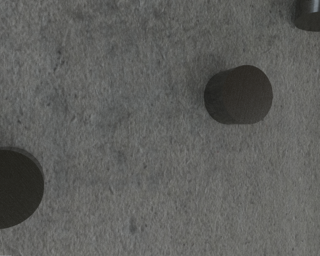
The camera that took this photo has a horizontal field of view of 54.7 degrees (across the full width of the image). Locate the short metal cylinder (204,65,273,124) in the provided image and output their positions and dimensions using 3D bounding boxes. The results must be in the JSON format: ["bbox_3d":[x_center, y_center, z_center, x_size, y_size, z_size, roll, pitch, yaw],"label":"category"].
[{"bbox_3d":[0.110,-0.045,0.438,0.081,0.050,0.079,0,90,-20],"label":"short metal cylinder"}]

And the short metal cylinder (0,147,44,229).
[{"bbox_3d":[-0.168,0.061,0.334,0.081,0.050,0.079,0,90,-20],"label":"short metal cylinder"}]

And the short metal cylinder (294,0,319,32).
[{"bbox_3d":[0.252,-0.187,0.475,0.081,0.080,0.050,8,88,-20],"label":"short metal cylinder"}]
